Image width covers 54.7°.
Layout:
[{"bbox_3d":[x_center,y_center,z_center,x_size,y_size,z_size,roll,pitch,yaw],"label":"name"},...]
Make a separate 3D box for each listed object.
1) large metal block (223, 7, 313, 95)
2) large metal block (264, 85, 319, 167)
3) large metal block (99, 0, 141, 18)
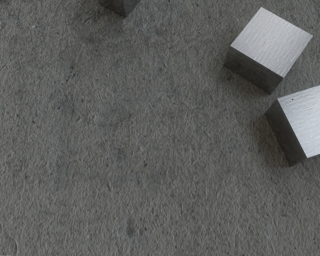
[{"bbox_3d":[0.149,-0.108,0.435,0.080,0.050,0.080,35,74,12],"label":"large metal block"},{"bbox_3d":[0.196,-0.004,0.398,0.080,0.050,0.080,-17,71,-6],"label":"large metal block"},{"bbox_3d":[-0.053,-0.229,0.462,0.050,0.080,0.080,30,73,10],"label":"large metal block"}]
